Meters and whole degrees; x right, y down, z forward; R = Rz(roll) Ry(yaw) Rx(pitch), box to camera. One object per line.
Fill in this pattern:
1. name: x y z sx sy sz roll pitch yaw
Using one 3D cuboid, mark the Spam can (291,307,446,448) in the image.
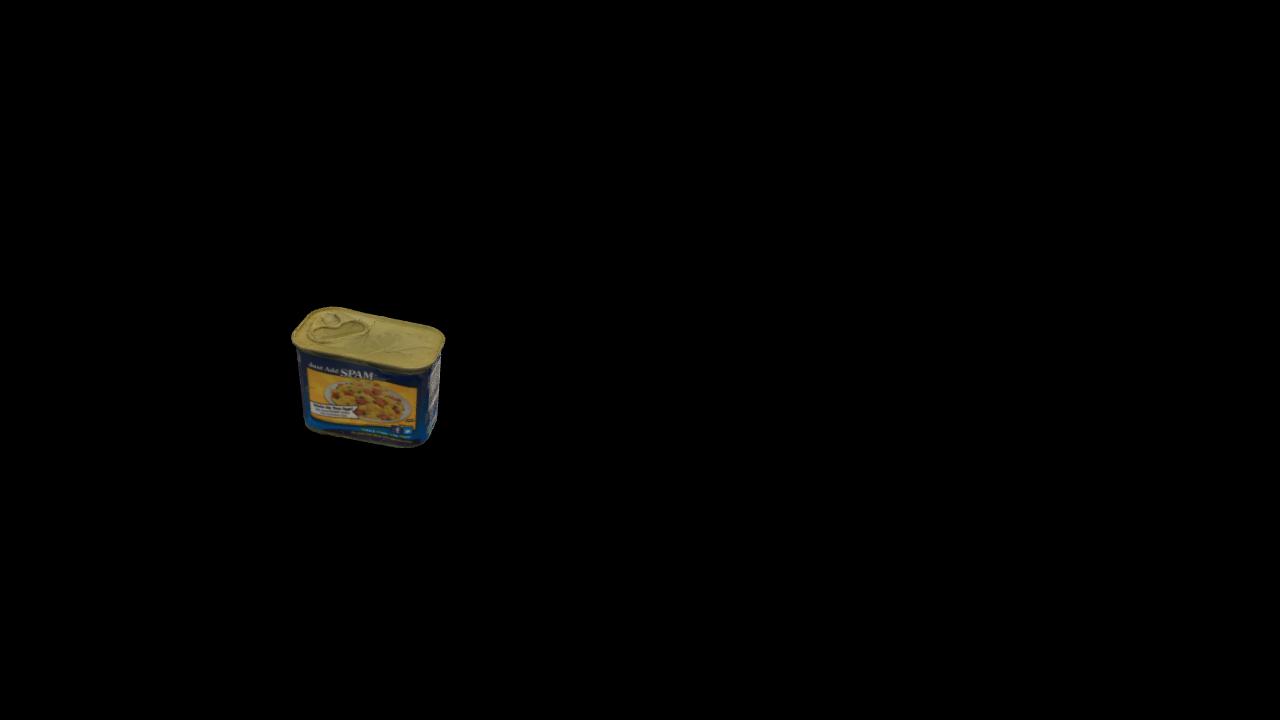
1. Spam can: -0.206 0.016 0.472 0.101 0.085 0.058 12 34 -6
